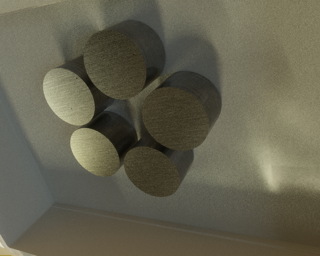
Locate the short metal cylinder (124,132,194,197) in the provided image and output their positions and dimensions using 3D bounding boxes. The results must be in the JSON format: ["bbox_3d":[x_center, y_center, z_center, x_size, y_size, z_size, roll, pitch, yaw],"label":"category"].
[{"bbox_3d":[-0.001,0.046,0.419,0.080,0.050,0.079,13,124,21],"label":"short metal cylinder"}]

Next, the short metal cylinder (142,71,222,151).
[{"bbox_3d":[0.026,-0.020,0.364,0.080,0.050,0.079,13,124,21],"label":"short metal cylinder"}]

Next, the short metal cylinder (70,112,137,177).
[{"bbox_3d":[-0.080,0.023,0.446,0.080,0.050,0.079,13,124,21],"label":"short metal cylinder"}]

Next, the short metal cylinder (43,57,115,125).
[{"bbox_3d":[-0.107,-0.050,0.415,0.080,0.050,0.079,13,124,21],"label":"short metal cylinder"}]

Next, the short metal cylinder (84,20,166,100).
[{"bbox_3d":[-0.041,-0.080,0.362,0.080,0.050,0.079,13,124,21],"label":"short metal cylinder"}]
